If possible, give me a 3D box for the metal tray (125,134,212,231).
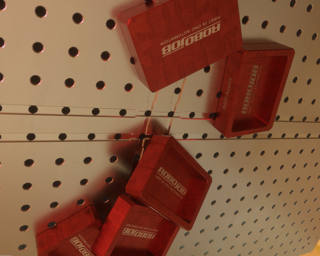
[{"bbox_3d":[0.019,0.080,0.440,0.130,0.030,0.090,46,63,-39],"label":"metal tray"}]

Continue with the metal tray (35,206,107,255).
[{"bbox_3d":[-0.109,0.183,0.460,0.090,0.030,0.130,-29,128,-10],"label":"metal tray"}]

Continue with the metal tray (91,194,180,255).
[{"bbox_3d":[-0.027,0.156,0.462,0.130,0.030,0.090,31,86,-46],"label":"metal tray"}]

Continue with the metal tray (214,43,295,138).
[{"bbox_3d":[0.133,-0.053,0.446,0.091,0.030,0.129,-9,122,-24],"label":"metal tray"}]

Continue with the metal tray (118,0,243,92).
[{"bbox_3d":[0.029,-0.109,0.355,0.131,0.030,0.090,-28,128,-11],"label":"metal tray"}]
